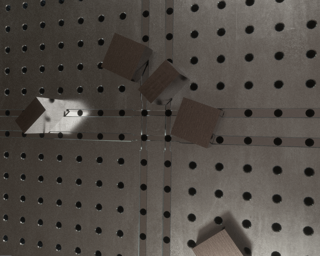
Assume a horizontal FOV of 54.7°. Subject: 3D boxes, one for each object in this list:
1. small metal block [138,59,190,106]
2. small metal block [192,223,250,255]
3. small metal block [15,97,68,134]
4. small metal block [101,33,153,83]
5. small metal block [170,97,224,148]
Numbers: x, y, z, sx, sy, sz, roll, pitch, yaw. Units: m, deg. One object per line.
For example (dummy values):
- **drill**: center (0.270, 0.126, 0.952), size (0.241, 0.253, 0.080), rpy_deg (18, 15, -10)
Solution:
- **small metal block**: center (0.007, -0.056, 0.396), size (0.050, 0.050, 0.025), rpy_deg (-45, 76, 14)
- **small metal block**: center (0.077, 0.156, 0.385), size (0.050, 0.025, 0.050), rpy_deg (-38, 78, 15)
- **small metal block**: center (-0.174, -0.018, 0.459), size (0.050, 0.050, 0.025), rpy_deg (-43, 77, 15)
- **small metal block**: center (-0.046, -0.096, 0.428), size (0.050, 0.025, 0.050), rpy_deg (27, 99, 17)
- **small metal block**: center (0.048, -0.007, 0.395), size (0.050, 0.025, 0.050), rpy_deg (22, 97, 18)
